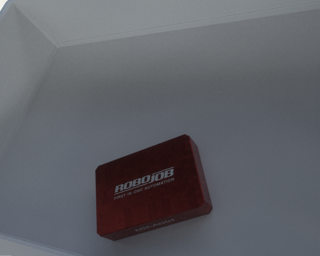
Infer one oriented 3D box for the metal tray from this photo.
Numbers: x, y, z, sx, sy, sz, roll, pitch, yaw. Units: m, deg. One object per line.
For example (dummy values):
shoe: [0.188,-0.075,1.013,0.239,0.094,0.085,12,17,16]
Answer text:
metal tray: [-0.013,0.071,0.367,0.130,0.030,0.090,-21,54,15]
